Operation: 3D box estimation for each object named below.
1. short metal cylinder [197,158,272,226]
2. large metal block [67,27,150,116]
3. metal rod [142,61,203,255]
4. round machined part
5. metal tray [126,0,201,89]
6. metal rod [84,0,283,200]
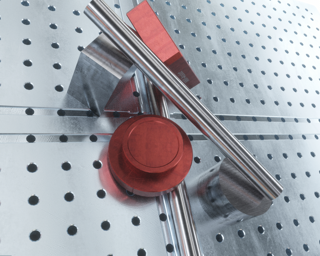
[{"bbox_3d":[0.096,0.079,0.398,0.081,0.050,0.080,14,56,-21],"label":"short metal cylinder"},{"bbox_3d":[-0.064,-0.075,0.386,0.050,0.080,0.080,36,51,-5],"label":"large metal block"},{"bbox_3d":[0.006,0.012,0.406,0.025,0.025,0.299,2,61,-28],"label":"metal rod"},{"bbox_3d":[-0.010,0.026,0.357,0.099,0.042,0.098,4,62,-7],"label":"round machined part"},{"bbox_3d":[0.010,-0.105,0.426,0.090,0.030,0.130,60,11,15],"label":"metal tray"},{"bbox_3d":[0.032,-0.027,0.353,0.300,0.025,0.025,45,50,-8],"label":"metal rod"}]
